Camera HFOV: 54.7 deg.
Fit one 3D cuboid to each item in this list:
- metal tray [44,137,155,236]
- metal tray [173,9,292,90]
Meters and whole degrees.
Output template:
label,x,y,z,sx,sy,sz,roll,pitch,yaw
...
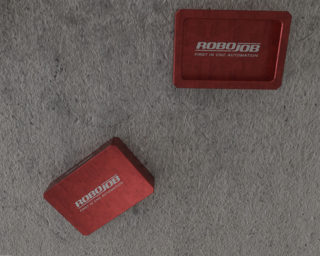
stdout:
label,x,y,z,sx,sy,sz,roll,pitch,yaw
metal tray,-0.084,0.084,0.437,0.130,0.030,0.090,-36,107,12
metal tray,0.082,-0.094,0.372,0.131,0.030,0.089,1,110,-1
